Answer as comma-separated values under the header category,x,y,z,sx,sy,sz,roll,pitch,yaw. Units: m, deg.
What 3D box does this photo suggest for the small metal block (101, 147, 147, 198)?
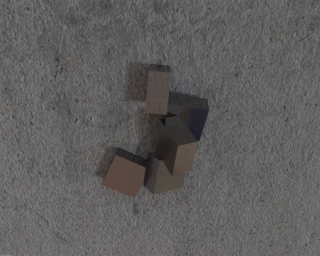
category,x,y,z,sx,sy,sz,roll,pitch,yaw
small metal block,-0.047,0.062,0.432,0.050,0.025,0.050,25,108,-9

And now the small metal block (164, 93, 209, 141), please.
category,x,y,z,sx,sy,sz,roll,pitch,yaw
small metal block,0.031,-0.014,0.397,0.050,0.025,0.050,8,128,-4

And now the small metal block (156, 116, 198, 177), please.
category,x,y,z,sx,sy,sz,roll,pitch,yaw
small metal block,0.018,0.021,0.374,0.025,0.050,0.050,-11,132,-22

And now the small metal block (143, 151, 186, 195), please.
category,x,y,z,sx,sy,sz,roll,pitch,yaw
small metal block,0.008,0.057,0.418,0.050,0.025,0.050,-6,115,-37

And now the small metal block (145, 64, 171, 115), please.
category,x,y,z,sx,sy,sz,roll,pitch,yaw
small metal block,-0.002,-0.048,0.378,0.025,0.050,0.050,5,110,-1
